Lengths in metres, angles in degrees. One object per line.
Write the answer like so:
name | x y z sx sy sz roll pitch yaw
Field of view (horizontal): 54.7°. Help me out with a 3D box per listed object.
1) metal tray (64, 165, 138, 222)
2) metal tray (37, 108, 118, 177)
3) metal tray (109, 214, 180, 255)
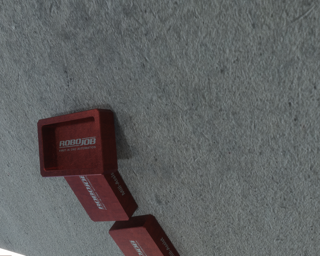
metal tray | -0.105 0.097 0.519 0.090 0.030 0.129 -14 112 33
metal tray | -0.125 0.025 0.458 0.130 0.030 0.089 -8 85 31
metal tray | -0.021 0.216 0.549 0.090 0.030 0.130 -20 108 35
